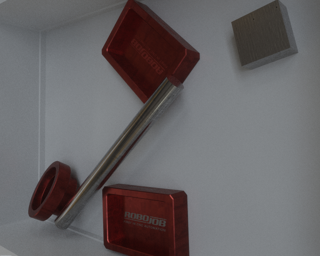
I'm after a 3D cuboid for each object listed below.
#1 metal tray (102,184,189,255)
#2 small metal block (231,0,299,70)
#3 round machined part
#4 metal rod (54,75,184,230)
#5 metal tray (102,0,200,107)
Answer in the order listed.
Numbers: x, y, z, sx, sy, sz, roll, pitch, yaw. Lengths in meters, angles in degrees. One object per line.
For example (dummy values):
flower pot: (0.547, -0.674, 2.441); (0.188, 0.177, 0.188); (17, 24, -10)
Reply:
metal tray: (-0.024, 0.127, 0.420); (0.130, 0.030, 0.089); (-3, 88, 39)
small metal block: (0.107, -0.094, 0.318); (0.050, 0.025, 0.050); (-17, 79, 38)
round machined part: (-0.175, 0.108, 0.518); (0.098, 0.042, 0.098); (-38, 34, 33)
metal rod: (-0.069, 0.048, 0.424); (0.299, 0.025, 0.025); (-50, 61, 27)
metal tray: (-0.018, -0.100, 0.416); (0.130, 0.030, 0.089); (50, 119, 28)
